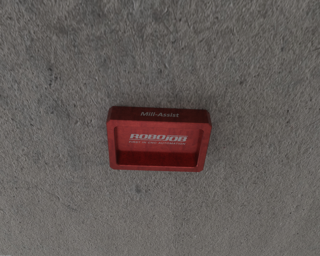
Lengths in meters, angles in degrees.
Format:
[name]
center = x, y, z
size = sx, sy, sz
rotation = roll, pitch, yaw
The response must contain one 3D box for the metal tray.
[metal tray]
center = -0.002, 0.017, 0.417
size = 0.131, 0.030, 0.089
rotation = 2, 130, -2
